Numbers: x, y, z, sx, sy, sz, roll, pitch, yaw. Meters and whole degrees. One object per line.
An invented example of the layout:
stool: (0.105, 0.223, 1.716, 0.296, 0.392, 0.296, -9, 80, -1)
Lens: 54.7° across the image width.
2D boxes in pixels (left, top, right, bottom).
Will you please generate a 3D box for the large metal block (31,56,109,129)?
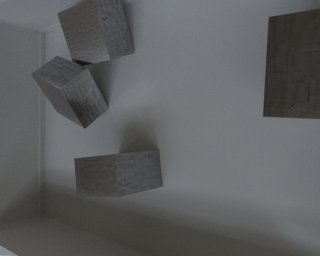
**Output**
large metal block: (-0.136, -0.055, 0.473, 0.080, 0.050, 0.080, 26, 150, 36)

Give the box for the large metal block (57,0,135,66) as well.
large metal block: (-0.092, -0.137, 0.448, 0.080, 0.050, 0.079, -1, 110, 39)

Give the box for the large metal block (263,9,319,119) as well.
large metal block: (0.130, -0.047, 0.263, 0.050, 0.081, 0.079, 4, 93, 39)

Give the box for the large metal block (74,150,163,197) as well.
large metal block: (-0.055, 0.060, 0.414, 0.080, 0.081, 0.050, -9, 84, 39)
